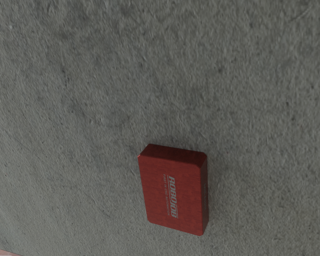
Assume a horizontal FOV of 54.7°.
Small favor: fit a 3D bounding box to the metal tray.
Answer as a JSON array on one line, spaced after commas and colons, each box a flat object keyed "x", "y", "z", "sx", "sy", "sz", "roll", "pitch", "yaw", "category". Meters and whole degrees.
[{"x": 0.022, "y": 0.090, "z": 0.447, "sx": 0.090, "sy": 0.030, "sz": 0.129, "roll": 8, "pitch": 122, "yaw": 23, "category": "metal tray"}]
